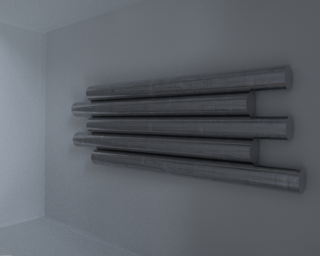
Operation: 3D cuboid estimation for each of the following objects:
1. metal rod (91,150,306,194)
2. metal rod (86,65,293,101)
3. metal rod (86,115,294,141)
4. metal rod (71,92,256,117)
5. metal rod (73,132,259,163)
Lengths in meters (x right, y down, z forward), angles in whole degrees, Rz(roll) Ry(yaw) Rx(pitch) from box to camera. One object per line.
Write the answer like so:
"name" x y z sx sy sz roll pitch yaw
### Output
"metal rod" 0.019 0.048 0.388 0.300 0.025 0.025 1 91 39
"metal rod" 0.009 -0.052 0.396 0.300 0.025 0.025 1 91 39
"metal rod" 0.010 -0.002 0.395 0.300 0.025 0.025 1 91 39
"metal rod" -0.020 -0.028 0.420 0.300 0.025 0.025 1 91 39
"metal rod" -0.017 0.022 0.417 0.300 0.025 0.025 1 91 39
